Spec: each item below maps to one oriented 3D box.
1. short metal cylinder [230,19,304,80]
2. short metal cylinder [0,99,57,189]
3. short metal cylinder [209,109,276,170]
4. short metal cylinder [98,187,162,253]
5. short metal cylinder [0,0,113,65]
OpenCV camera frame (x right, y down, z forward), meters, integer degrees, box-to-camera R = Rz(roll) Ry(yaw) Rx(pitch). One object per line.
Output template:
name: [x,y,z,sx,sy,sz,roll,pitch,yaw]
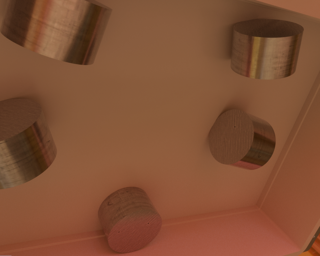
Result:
short metal cylinder: [0.130,-0.100,0.385,0.081,0.080,0.050,-17,125,-19]
short metal cylinder: [-0.148,0.013,0.301,0.081,0.080,0.050,-19,126,-18]
short metal cylinder: [0.118,0.018,0.451,0.050,0.080,0.080,17,110,-35]
short metal cylinder: [-0.044,0.133,0.453,0.081,0.050,0.079,-14,124,-21]
short metal cylinder: [-0.088,-0.094,0.267,0.081,0.080,0.050,12,113,-34]
